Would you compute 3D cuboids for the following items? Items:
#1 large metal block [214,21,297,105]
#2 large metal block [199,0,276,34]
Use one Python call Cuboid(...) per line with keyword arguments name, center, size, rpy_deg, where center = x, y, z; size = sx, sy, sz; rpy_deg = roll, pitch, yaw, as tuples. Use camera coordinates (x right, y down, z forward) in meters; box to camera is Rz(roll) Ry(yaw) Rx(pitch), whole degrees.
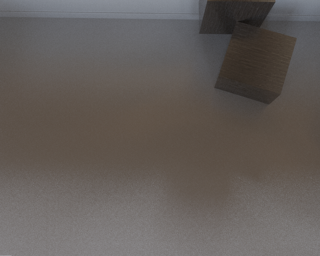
Cuboid(name="large metal block", center=(0.127, -0.087, 0.422), size=(0.080, 0.050, 0.080), rpy_deg=(18, 81, 6))
Cuboid(name="large metal block", center=(0.096, -0.166, 0.408), size=(0.080, 0.080, 0.050), rpy_deg=(1, 79, 0))
